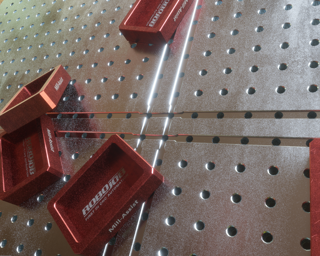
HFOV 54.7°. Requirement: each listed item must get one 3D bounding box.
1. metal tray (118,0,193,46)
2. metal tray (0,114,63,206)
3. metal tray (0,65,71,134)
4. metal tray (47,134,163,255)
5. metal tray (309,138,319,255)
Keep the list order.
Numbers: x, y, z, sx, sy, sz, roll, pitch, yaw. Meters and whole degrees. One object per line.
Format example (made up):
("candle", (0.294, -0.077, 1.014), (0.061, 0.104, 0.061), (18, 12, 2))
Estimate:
("metal tray", (-0.001, -0.204, 0.529), (0.090, 0.030, 0.130), (18, 71, 34))
("metal tray", (-0.207, 0.042, 0.484), (0.090, 0.030, 0.130), (-33, 52, 6))
("metal tray", (-0.202, -0.052, 0.506), (0.090, 0.030, 0.130), (-27, 28, 10))
("metal tray", (-0.071, 0.081, 0.390), (0.130, 0.030, 0.090), (-47, 52, -6))
("metal tray", (0.179, 0.073, 0.266), (0.090, 0.030, 0.130), (-1, 61, 27))
